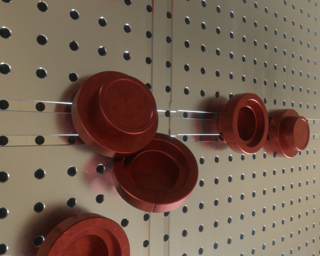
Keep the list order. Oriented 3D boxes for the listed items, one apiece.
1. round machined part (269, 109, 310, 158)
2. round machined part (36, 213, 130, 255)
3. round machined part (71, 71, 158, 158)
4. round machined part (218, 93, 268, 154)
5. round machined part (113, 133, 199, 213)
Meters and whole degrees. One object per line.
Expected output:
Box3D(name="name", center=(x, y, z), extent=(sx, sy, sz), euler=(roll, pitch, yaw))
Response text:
Box3D(name="round machined part", center=(0.262, 0.011, 0.615), extent=(0.099, 0.042, 0.097), euler=(0, 90, -40))
Box3D(name="round machined part", center=(-0.084, 0.139, 0.327), extent=(0.099, 0.042, 0.097), euler=(0, 90, -40))
Box3D(name="round machined part", center=(-0.043, -0.020, 0.342), extent=(0.099, 0.042, 0.098), euler=(14, 64, -30))
Box3D(name="round machined part", center=(0.132, -0.007, 0.507), extent=(0.099, 0.042, 0.097), euler=(0, 90, -40))
Box3D(name="round machined part", center=(-0.007, 0.056, 0.368), extent=(0.099, 0.098, 0.042), euler=(-35, 154, -35))
